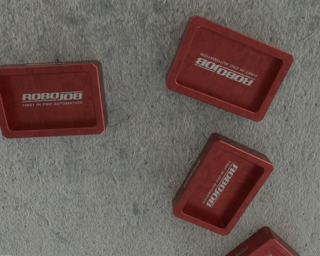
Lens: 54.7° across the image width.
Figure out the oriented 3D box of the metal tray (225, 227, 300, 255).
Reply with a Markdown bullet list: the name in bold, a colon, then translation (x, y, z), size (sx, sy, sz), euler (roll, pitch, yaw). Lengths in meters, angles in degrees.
- **metal tray**: translation (0.151, 0.227, 0.491), size (0.090, 0.030, 0.130), euler (42, 104, -14)

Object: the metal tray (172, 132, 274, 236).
- **metal tray**: translation (0.085, 0.082, 0.437), size (0.090, 0.030, 0.129), euler (25, 108, -9)

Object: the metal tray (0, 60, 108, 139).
- **metal tray**: translation (-0.137, -0.036, 0.392), size (0.131, 0.030, 0.089), euler (-3, 110, 1)

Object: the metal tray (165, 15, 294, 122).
- **metal tray**: translation (0.082, -0.071, 0.381), size (0.131, 0.030, 0.089), euler (20, 109, -8)
